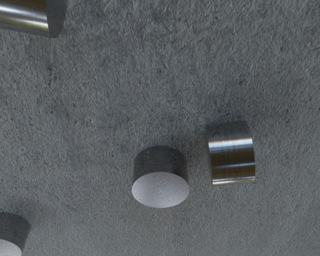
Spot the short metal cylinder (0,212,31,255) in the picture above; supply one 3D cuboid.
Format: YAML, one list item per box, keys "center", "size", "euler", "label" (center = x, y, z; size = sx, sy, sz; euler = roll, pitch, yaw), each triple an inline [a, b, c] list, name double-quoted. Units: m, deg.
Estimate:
- center: [-0.281, 0.195, 0.554]
  size: [0.081, 0.050, 0.079]
  euler: [0, 130, 0]
  label: "short metal cylinder"

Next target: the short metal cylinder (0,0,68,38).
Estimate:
- center: [-0.112, -0.122, 0.266]
  size: [0.050, 0.080, 0.079]
  euler: [9, 130, -8]
  label: "short metal cylinder"

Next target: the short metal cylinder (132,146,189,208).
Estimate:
- center: [0.001, 0.072, 0.452]
  size: [0.081, 0.050, 0.079]
  euler: [0, 130, 0]
  label: "short metal cylinder"

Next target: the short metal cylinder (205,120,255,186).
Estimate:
- center: [0.088, 0.032, 0.399]
  size: [0.050, 0.080, 0.080]
  euler: [-7, 130, 5]
  label: "short metal cylinder"
